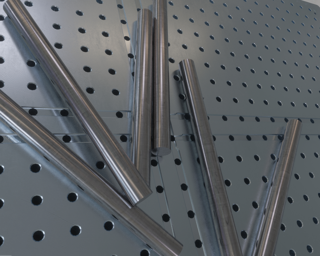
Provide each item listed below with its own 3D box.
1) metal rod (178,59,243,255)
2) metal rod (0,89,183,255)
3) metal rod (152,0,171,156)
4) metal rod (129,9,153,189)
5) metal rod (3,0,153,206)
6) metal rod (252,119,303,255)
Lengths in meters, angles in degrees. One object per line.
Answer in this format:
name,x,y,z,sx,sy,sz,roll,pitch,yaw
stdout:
metal rod,0.064,0.030,0.423,0.025,0.025,0.299,5,60,-26
metal rod,-0.097,0.038,0.332,0.300,0.025,0.025,41,51,-1
metal rod,0.001,-0.098,0.467,0.025,0.025,0.300,13,56,-21
metal rod,-0.024,-0.057,0.429,0.025,0.025,0.300,13,56,-21
metal rod,-0.104,-0.041,0.363,0.025,0.025,0.300,-25,71,-37
metal rod,0.168,0.092,0.441,0.025,0.025,0.301,37,51,-4
